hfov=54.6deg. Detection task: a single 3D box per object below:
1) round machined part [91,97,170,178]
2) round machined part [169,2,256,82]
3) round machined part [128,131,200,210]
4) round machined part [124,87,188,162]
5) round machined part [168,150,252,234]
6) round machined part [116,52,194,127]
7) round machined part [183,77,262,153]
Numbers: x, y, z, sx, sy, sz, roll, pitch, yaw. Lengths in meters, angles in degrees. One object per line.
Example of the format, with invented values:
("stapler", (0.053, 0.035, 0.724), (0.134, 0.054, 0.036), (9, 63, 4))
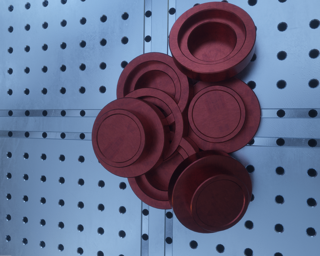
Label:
("round machined part", (-0.041, 0.012, 0.373), (0.098, 0.042, 0.097), (0, 90, 20))
("round machined part", (0.062, -0.097, 0.370), (0.098, 0.042, 0.098), (-4, 68, 11))
("round machined part", (0.010, 0.051, 0.400), (0.098, 0.042, 0.097), (0, 90, 20))
("round machined part", (-0.010, -0.002, 0.407), (0.098, 0.042, 0.097), (0, 90, 20))
("round machined part", (0.062, 0.078, 0.356), (0.099, 0.042, 0.097), (-3, 103, -12))
("round machined part", (-0.004, -0.046, 0.405), (0.098, 0.042, 0.097), (0, 90, 20))
("round machined part", (0.072, -0.016, 0.378), (0.098, 0.042, 0.097), (0, 90, 20))
